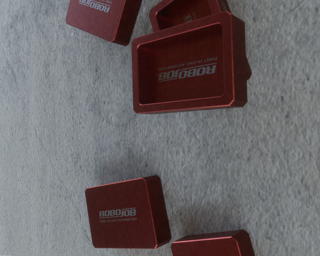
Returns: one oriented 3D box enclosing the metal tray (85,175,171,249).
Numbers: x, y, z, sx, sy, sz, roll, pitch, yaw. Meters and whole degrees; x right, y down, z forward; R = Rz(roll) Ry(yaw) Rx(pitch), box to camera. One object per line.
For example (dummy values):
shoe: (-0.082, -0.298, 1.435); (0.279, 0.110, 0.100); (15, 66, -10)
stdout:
metal tray: (-0.050, 0.121, 0.441); (0.130, 0.030, 0.090); (-17, 79, 38)

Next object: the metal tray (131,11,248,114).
metal tray: (0.026, -0.064, 0.338); (0.130, 0.030, 0.089); (-3, 88, 39)

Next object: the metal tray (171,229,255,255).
metal tray: (0.069, 0.186, 0.344); (0.090, 0.030, 0.129); (-22, 76, 37)

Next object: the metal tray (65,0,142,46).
metal tray: (-0.088, -0.187, 0.471); (0.130, 0.030, 0.089); (30, 109, 35)

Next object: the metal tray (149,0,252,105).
metal tray: (0.043, -0.101, 0.364); (0.090, 0.030, 0.129); (-24, 75, 37)
